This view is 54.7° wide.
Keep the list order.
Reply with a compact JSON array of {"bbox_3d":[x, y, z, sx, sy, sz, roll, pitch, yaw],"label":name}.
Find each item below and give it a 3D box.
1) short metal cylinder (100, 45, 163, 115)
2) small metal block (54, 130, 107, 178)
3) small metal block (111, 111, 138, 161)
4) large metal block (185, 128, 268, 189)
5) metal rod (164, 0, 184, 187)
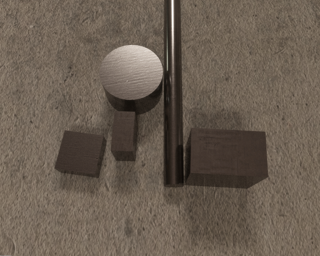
[{"bbox_3d":[-0.037,-0.064,0.418,0.081,0.050,0.080,0,70,0],"label":"short metal cylinder"},{"bbox_3d":[-0.100,0.034,0.395,0.050,0.025,0.050,8,70,2],"label":"small metal block"},{"bbox_3d":[-0.044,0.012,0.390,0.025,0.050,0.050,2,70,0],"label":"small metal block"},{"bbox_3d":[0.073,0.039,0.366,0.081,0.080,0.050,3,70,1],"label":"large metal block"},{"bbox_3d":[0.018,-0.069,0.433,0.025,0.025,0.299,1,70,0],"label":"metal rod"}]
